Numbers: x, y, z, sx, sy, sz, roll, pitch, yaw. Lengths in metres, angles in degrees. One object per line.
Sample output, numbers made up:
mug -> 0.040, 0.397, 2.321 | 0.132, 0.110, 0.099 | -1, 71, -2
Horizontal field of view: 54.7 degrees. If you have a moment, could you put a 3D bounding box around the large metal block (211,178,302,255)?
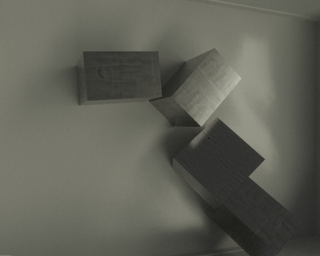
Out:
large metal block -> 0.120, 0.120, 0.402 | 0.050, 0.080, 0.080 | -40, 69, -21

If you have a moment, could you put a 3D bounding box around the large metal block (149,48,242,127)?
large metal block -> 0.042, -0.048, 0.397 | 0.050, 0.080, 0.080 | 45, 76, -15

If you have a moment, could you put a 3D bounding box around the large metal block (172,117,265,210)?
large metal block -> 0.074, 0.047, 0.407 | 0.080, 0.050, 0.080 | -42, 74, -15

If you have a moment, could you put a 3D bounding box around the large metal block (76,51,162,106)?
large metal block -> -0.051, -0.056, 0.362 | 0.081, 0.080, 0.050 | -5, 92, -20
